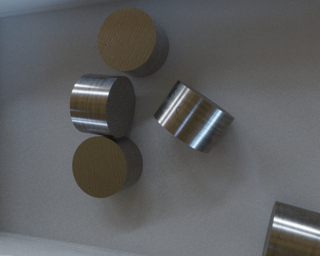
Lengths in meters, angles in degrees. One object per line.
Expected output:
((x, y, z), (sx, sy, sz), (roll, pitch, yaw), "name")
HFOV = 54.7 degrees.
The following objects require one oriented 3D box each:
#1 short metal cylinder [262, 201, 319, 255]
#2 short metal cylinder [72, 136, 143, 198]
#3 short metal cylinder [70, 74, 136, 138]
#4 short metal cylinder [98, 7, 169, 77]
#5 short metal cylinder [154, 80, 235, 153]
((0.141, 0.124, 0.331), (0.050, 0.080, 0.080), (13, 95, 19), "short metal cylinder")
((-0.070, 0.050, 0.422), (0.080, 0.050, 0.080), (0, 90, 20), "short metal cylinder")
((-0.072, -0.030, 0.407), (0.050, 0.080, 0.079), (8, 93, 20), "short metal cylinder")
((-0.034, -0.111, 0.409), (0.080, 0.050, 0.080), (0, 90, 20), "short metal cylinder")
((0.040, -0.014, 0.367), (0.080, 0.080, 0.050), (38, 102, 16), "short metal cylinder")
